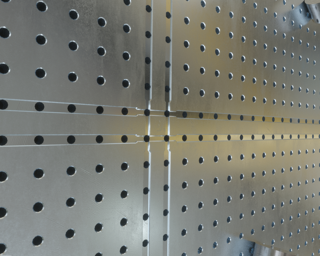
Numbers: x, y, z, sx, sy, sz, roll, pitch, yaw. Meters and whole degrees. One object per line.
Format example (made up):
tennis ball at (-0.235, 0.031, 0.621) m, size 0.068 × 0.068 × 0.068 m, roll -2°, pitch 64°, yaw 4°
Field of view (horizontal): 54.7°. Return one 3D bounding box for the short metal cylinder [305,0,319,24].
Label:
short metal cylinder at (0.369, -0.277, 0.681) m, size 0.050 × 0.080 × 0.080 m, roll 50°, pitch 61°, yaw -29°

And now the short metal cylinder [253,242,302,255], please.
short metal cylinder at (0.203, 0.239, 0.544) m, size 0.080 × 0.080 × 0.050 m, roll 24°, pitch 75°, yaw -38°
